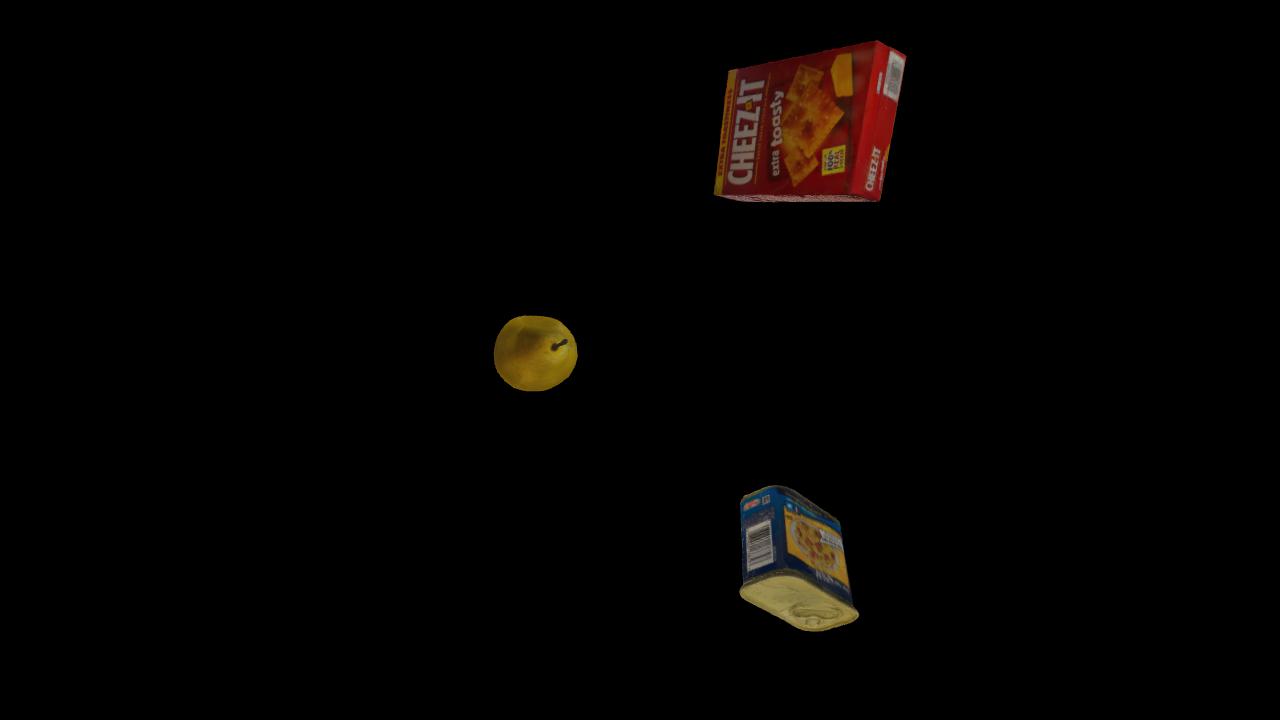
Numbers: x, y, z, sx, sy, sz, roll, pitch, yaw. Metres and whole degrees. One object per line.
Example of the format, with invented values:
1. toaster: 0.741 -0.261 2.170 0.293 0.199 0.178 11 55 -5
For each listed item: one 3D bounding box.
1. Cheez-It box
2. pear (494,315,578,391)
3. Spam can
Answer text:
1. Cheez-It box: 0.199 -0.284 0.765 0.071 0.166 0.223 -1 12 -39
2. pear: -0.094 -0.006 0.568 0.080 0.080 0.111 0 -1 -14
3. Spam can: 0.130 0.165 0.515 0.101 0.085 0.058 36 -51 -26
